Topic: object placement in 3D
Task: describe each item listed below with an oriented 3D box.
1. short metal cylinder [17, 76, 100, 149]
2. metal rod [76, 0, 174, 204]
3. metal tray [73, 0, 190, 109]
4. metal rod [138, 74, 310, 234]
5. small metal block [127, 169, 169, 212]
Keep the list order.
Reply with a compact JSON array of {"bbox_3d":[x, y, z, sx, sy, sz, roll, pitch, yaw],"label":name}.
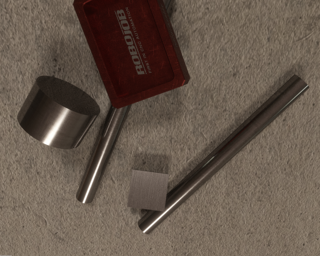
[{"bbox_3d":[-0.120,-0.019,0.372,0.080,0.080,0.050,32,107,-11],"label":"short metal cylinder"},{"bbox_3d":[-0.050,-0.029,0.398,0.025,0.025,0.298,22,108,-8],"label":"metal rod"},{"bbox_3d":[-0.031,-0.096,0.346,0.090,0.030,0.129,-18,97,19],"label":"metal tray"},{"bbox_3d":[0.078,0.045,0.427,0.025,0.025,0.299,41,105,-14],"label":"metal rod"},{"bbox_3d":[-0.016,0.086,0.429,0.050,0.025,0.050,8,83,0],"label":"small metal block"}]
